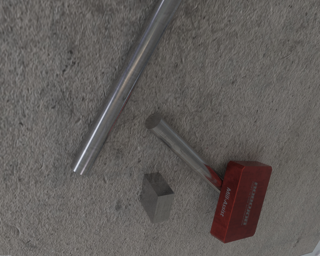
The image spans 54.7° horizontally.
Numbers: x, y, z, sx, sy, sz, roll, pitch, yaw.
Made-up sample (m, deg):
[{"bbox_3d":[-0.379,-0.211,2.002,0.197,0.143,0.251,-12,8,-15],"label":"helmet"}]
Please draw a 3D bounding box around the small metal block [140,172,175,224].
[{"bbox_3d":[-0.006,0.101,0.450,0.025,0.050,0.050,-4,120,-26],"label":"small metal block"}]

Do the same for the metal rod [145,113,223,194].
[{"bbox_3d":[0.075,0.071,0.491,0.025,0.025,0.300,-44,129,2],"label":"metal rod"}]

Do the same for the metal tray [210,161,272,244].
[{"bbox_3d":[0.138,0.122,0.523,0.091,0.030,0.129,7,99,-41],"label":"metal tray"}]

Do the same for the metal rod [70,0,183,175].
[{"bbox_3d":[-0.026,-0.074,0.346,0.025,0.025,0.298,20,108,-36],"label":"metal rod"}]
